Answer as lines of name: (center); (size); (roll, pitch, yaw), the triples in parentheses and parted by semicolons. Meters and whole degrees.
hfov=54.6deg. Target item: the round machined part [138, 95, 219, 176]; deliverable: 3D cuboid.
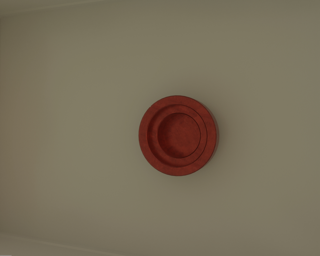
round machined part: (0.026, 0.009, 0.393); (0.098, 0.042, 0.097); (0, 90, 20)
